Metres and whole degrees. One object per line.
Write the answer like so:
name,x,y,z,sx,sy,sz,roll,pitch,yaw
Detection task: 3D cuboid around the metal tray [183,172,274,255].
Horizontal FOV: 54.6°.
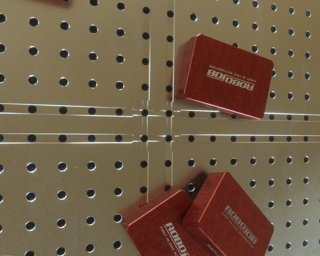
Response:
metal tray,0.098,0.134,0.425,0.130,0.030,0.090,49,56,-19

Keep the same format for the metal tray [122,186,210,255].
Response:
metal tray,0.019,0.156,0.417,0.090,0.030,0.130,-31,100,-17

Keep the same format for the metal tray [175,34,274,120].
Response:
metal tray,0.095,-0.069,0.444,0.131,0.030,0.090,14,85,-20
